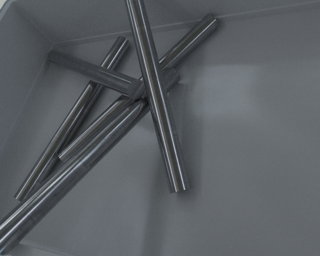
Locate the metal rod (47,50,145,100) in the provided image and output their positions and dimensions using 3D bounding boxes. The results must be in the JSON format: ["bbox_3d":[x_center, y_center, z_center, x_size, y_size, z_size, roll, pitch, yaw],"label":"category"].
[{"bbox_3d":[-0.117,-0.093,0.488,0.025,0.025,0.300,-52,41,-9],"label":"metal rod"}]

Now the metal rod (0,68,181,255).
[{"bbox_3d":[-0.061,0.012,0.352,0.025,0.025,0.301,11,43,33],"label":"metal rod"}]

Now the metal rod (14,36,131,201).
[{"bbox_3d":[-0.130,-0.022,0.487,0.025,0.025,0.300,17,70,35],"label":"metal rod"}]

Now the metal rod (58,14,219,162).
[{"bbox_3d":[-0.030,-0.057,0.456,0.300,0.025,0.025,-44,51,-2],"label":"metal rod"}]

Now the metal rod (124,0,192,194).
[{"bbox_3d":[-0.010,-0.069,0.388,0.025,0.025,0.299,-18,75,18],"label":"metal rod"}]
